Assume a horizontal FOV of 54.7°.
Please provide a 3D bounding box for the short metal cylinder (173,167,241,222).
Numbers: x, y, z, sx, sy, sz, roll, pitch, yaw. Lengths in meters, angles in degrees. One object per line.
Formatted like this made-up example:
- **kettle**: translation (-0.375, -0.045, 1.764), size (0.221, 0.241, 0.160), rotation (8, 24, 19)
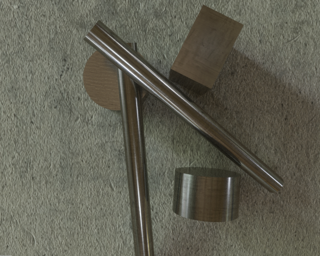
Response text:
- **short metal cylinder**: translation (0.057, 0.079, 0.383), size (0.081, 0.080, 0.050), rotation (4, 90, 0)

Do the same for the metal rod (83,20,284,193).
- **metal rod**: translation (0.043, -0.011, 0.359), size (0.301, 0.025, 0.025), rotation (38, 90, -21)

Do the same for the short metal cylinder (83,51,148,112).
- **short metal cylinder**: translation (-0.052, -0.061, 0.397), size (0.081, 0.050, 0.079), rotation (0, 90, 0)

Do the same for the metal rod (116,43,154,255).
- **metal rod**: translation (-0.028, 0.051, 0.377), size (0.025, 0.025, 0.298), rotation (-4, 103, 0)

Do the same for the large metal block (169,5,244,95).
- **large metal block**: translation (0.052, -0.090, 0.383), size (0.050, 0.080, 0.080), rotation (27, 90, 0)
